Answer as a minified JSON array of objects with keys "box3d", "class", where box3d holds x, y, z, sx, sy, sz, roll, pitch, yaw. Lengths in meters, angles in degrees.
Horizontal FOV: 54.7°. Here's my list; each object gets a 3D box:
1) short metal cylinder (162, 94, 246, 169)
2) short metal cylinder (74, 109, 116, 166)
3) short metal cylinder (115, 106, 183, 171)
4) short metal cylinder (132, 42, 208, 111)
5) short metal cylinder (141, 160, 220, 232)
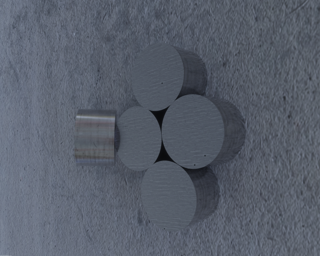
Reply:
[{"box3d":[0.049,0.004,0.350,0.080,0.050,0.080,0,90,40],"class":"short metal cylinder"},{"box3d":[-0.088,0.014,0.436,0.080,0.050,0.080,-177,88,-84],"class":"short metal cylinder"},{"box3d":[-0.013,0.013,0.401,0.080,0.050,0.080,0,90,40],"class":"short metal cylinder"},{"box3d":[0.011,-0.060,0.381,0.080,0.050,0.080,0,90,40],"class":"short metal cylinder"},{"box3d":[0.024,0.077,0.371,0.080,0.050,0.080,0,90,40],"class":"short metal cylinder"}]
